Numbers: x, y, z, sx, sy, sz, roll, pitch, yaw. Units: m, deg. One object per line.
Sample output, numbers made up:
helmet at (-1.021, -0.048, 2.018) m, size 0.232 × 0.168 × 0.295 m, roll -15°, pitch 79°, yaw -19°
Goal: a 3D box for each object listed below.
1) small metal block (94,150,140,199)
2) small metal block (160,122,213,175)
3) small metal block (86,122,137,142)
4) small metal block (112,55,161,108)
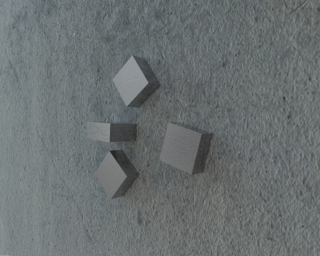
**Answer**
small metal block at (-0.065, 0.068, 0.458) m, size 0.050 × 0.025 × 0.050 m, roll 50°, pitch 119°, yaw 28°
small metal block at (0.031, 0.023, 0.379) m, size 0.050 × 0.025 × 0.050 m, roll 21°, pitch 103°, yaw 38°
small metal block at (-0.069, 0.005, 0.446) m, size 0.050 × 0.050 × 0.025 m, roll 5°, pitch 93°, yaw 40°
small metal block at (-0.034, -0.064, 0.433) m, size 0.050 × 0.025 × 0.050 m, roll -43°, pitch 64°, yaw 31°
